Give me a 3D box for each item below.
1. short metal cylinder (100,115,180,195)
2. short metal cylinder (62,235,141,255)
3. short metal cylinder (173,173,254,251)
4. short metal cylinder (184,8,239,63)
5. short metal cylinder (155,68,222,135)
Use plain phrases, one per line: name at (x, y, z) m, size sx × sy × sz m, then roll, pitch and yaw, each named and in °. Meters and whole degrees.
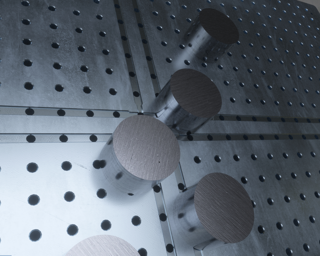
short metal cylinder at (-0.024, 0.032, 0.361) m, size 0.081 × 0.050 × 0.080 m, roll 14°, pitch 56°, yaw -21°
short metal cylinder at (-0.057, 0.141, 0.276) m, size 0.081 × 0.050 × 0.080 m, roll 14°, pitch 56°, yaw -21°
short metal cylinder at (0.063, 0.099, 0.367) m, size 0.081 × 0.050 × 0.080 m, roll 14°, pitch 56°, yaw -21°
short metal cylinder at (0.090, -0.161, 0.541) m, size 0.081 × 0.050 × 0.080 m, roll 14°, pitch 56°, yaw -21°
short metal cylinder at (0.039, -0.037, 0.438) m, size 0.081 × 0.050 × 0.080 m, roll 14°, pitch 56°, yaw -21°
